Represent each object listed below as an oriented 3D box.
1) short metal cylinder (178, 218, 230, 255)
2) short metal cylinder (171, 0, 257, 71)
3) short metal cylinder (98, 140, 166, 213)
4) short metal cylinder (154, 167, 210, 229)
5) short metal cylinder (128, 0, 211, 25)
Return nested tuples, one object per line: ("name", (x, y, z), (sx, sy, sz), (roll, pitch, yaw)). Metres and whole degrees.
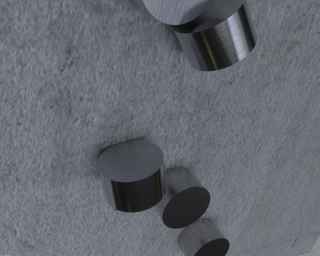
("short metal cylinder", (0.080, 0.214, 0.569), (0.081, 0.050, 0.079), (-14, 125, -21))
("short metal cylinder", (0.060, -0.108, 0.339), (0.080, 0.080, 0.050), (-37, 130, -4))
("short metal cylinder", (-0.034, 0.059, 0.390), (0.081, 0.080, 0.050), (-18, 126, -19))
("short metal cylinder", (0.029, 0.106, 0.474), (0.081, 0.050, 0.079), (-14, 125, -21))
("short metal cylinder", (0.008, -0.148, 0.305), (0.081, 0.050, 0.079), (-14, 125, -21))
